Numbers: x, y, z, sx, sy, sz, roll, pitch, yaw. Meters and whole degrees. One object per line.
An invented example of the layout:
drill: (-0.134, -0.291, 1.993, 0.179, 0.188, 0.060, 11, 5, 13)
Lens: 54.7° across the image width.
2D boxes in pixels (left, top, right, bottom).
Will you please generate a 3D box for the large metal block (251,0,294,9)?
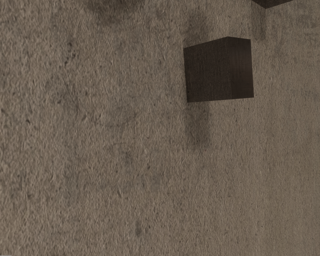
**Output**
large metal block: (0.213, -0.270, 0.550, 0.050, 0.080, 0.080, 7, 85, -40)

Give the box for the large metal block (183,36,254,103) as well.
large metal block: (0.082, -0.079, 0.440, 0.050, 0.080, 0.079, -8, 96, -40)
